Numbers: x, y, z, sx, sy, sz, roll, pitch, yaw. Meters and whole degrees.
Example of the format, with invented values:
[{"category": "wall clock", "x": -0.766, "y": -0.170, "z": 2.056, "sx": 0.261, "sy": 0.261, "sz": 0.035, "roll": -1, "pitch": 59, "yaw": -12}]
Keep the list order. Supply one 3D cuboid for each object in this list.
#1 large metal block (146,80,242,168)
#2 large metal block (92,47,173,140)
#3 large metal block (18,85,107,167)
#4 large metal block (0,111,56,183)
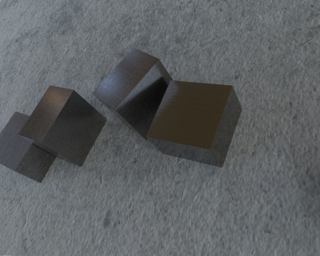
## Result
[{"category": "large metal block", "x": 0.042, "y": -0.007, "z": 0.369, "sx": 0.080, "sy": 0.050, "sz": 0.080, "roll": 10, "pitch": 67, "yaw": 32}, {"category": "large metal block", "x": -0.026, "y": -0.044, "z": 0.408, "sx": 0.050, "sy": 0.080, "sz": 0.080, "roll": 34, "pitch": 81, "yaw": 38}, {"category": "large metal block", "x": -0.133, "y": -0.002, "z": 0.438, "sx": 0.050, "sy": 0.080, "sz": 0.080, "roll": 13, "pitch": 68, "yaw": 33}, {"category": "large metal block", "x": -0.203, "y": 0.028, "z": 0.475, "sx": 0.080, "sy": 0.050, "sz": 0.080, "roll": 15, "pitch": 69, "yaw": 33}]
